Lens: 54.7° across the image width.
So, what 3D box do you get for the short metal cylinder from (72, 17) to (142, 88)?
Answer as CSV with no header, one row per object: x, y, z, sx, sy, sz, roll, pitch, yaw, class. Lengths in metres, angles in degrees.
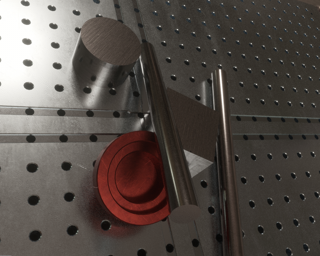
-0.072,-0.101,0.416,0.081,0.050,0.080,14,56,-21,short metal cylinder

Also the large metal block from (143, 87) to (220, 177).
0.027,0.006,0.404,0.080,0.050,0.080,25,53,-14,large metal block

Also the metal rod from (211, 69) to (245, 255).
0.092,0.037,0.437,0.025,0.025,0.300,16,55,-20,metal rod

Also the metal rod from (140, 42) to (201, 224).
0.000,-0.026,0.358,0.025,0.025,0.300,14,35,-21,metal rod

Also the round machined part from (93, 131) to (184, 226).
-0.025,0.054,0.340,0.099,0.042,0.097,4,80,-23,round machined part
